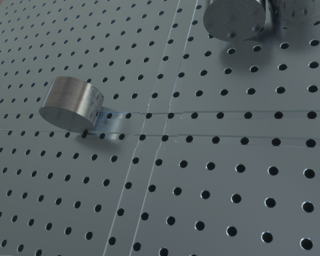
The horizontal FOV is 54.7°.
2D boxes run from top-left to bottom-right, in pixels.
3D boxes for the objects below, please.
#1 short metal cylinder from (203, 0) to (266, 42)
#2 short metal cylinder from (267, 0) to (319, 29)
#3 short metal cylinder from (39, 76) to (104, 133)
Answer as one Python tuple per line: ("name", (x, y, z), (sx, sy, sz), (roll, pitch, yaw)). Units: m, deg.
("short metal cylinder", (0.101, -0.164, 0.420), (0.080, 0.080, 0.050), (-4, 60, 26))
("short metal cylinder", (0.183, -0.178, 0.405), (0.080, 0.050, 0.080), (-13, 56, 20))
("short metal cylinder", (-0.129, -0.033, 0.459), (0.080, 0.080, 0.050), (0, 62, 27))
